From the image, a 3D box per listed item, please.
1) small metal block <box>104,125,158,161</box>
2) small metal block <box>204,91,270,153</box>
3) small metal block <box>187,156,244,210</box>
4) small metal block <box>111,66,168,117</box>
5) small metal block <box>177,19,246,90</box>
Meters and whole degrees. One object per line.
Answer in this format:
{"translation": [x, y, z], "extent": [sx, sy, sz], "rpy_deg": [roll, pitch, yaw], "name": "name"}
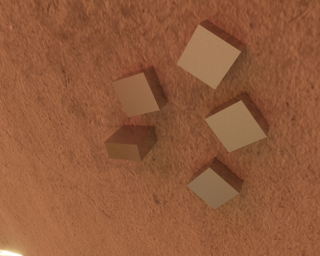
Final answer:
{"translation": [-0.038, 0.019, 0.421], "extent": [0.050, 0.050, 0.025], "rpy_deg": [3, 120, 26], "name": "small metal block"}
{"translation": [0.089, -0.006, 0.356], "extent": [0.050, 0.025, 0.050], "rpy_deg": [-30, 102, 37], "name": "small metal block"}
{"translation": [0.073, 0.074, 0.413], "extent": [0.050, 0.025, 0.050], "rpy_deg": [41, 129, -1], "name": "small metal block"}
{"translation": [-0.025, -0.045, 0.391], "extent": [0.050, 0.025, 0.050], "rpy_deg": [-11, 113, 32], "name": "small metal block"}
{"translation": [0.054, -0.078, 0.329], "extent": [0.050, 0.025, 0.050], "rpy_deg": [35, 129, 5], "name": "small metal block"}
